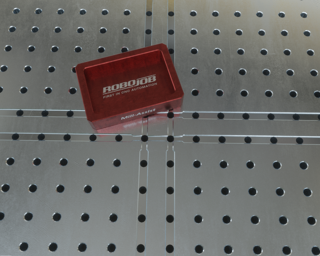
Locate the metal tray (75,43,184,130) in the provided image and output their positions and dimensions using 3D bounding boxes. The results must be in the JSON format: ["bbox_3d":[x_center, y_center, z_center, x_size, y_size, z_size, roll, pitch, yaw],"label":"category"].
[{"bbox_3d":[-0.042,-0.059,0.430,0.131,0.030,0.090,-16,71,-6],"label":"metal tray"}]
